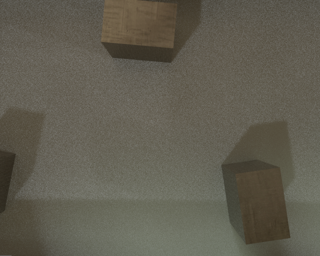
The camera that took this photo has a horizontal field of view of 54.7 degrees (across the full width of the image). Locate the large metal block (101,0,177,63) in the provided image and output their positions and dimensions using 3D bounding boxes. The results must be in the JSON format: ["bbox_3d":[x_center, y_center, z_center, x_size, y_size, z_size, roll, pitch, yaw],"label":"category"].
[{"bbox_3d":[-0.023,-0.117,0.383,0.080,0.080,0.050,5,90,0],"label":"large metal block"}]

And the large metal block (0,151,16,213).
[{"bbox_3d":[-0.229,0.070,0.382,0.050,0.080,0.080,11,90,0],"label":"large metal block"}]

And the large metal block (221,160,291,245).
[{"bbox_3d":[0.115,0.087,0.385,0.050,0.080,0.080,-8,90,0],"label":"large metal block"}]
